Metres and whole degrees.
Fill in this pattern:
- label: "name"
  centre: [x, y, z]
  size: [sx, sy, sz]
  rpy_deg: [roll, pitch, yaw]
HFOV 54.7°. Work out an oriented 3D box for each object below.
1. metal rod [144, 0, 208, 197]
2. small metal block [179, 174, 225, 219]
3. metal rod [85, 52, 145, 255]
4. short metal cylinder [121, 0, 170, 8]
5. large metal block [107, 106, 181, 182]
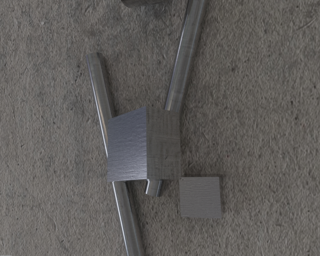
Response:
- label: "metal rod"
  centre: [0.024, -0.058, 0.400]
  size: [0.025, 0.025, 0.298]
  rpy_deg: [14, 95, 19]
- label: "small metal block"
  centre: [0.053, 0.085, 0.390]
  size: [0.050, 0.025, 0.050]
  rpy_deg: [-4, 89, 20]
- label: "metal rod"
  centre: [-0.062, 0.042, 0.430]
  size: [0.025, 0.025, 0.298]
  rpy_deg: [-14, 85, 19]
- label: "short metal cylinder"
  centre: [-0.020, -0.196, 0.387]
  size: [0.050, 0.080, 0.080]
  rpy_deg: [-1, 90, 20]
- label: "large metal block"
  centre: [-0.021, 0.024, 0.378]
  size: [0.080, 0.050, 0.080]
  rpy_deg: [-15, 72, 48]
